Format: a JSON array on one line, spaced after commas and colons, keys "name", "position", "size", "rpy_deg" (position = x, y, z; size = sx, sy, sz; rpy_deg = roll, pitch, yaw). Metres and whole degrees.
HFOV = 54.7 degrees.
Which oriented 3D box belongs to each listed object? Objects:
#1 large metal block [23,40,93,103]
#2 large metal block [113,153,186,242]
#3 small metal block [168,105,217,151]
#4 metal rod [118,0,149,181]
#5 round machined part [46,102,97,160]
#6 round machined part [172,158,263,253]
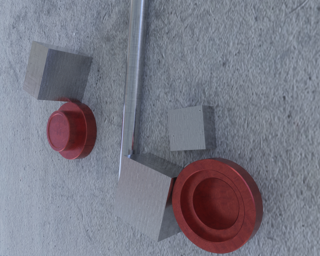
[{"name": "large metal block", "position": [-0.166, -0.090, 0.507], "size": [0.050, 0.081, 0.079], "rpy_deg": [29, 108, 36]}, {"name": "large metal block", "position": [-0.009, 0.084, 0.396], "size": [0.080, 0.050, 0.079], "rpy_deg": [19, 102, 38]}, {"name": "small metal block", "position": [0.038, 0.001, 0.373], "size": [0.050, 0.025, 0.050], "rpy_deg": [-7, 86, 39]}, {"name": "metal rod", "position": [-0.036, -0.072, 0.434], "size": [0.025, 0.025, 0.298], "rpy_deg": [8, 95, 40]}, {"name": "round machined part", "position": [-0.154, 0.005, 0.521], "size": [0.098, 0.042, 0.097], "rpy_deg": [0, 90, 40]}, {"name": "round machined part", "position": [0.065, 0.081, 0.339], "size": [0.098, 0.042, 0.097], "rpy_deg": [0, 91, 38]}]
